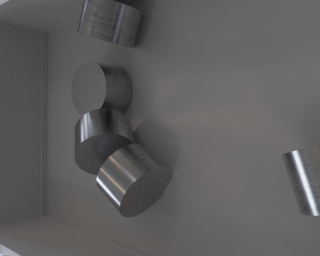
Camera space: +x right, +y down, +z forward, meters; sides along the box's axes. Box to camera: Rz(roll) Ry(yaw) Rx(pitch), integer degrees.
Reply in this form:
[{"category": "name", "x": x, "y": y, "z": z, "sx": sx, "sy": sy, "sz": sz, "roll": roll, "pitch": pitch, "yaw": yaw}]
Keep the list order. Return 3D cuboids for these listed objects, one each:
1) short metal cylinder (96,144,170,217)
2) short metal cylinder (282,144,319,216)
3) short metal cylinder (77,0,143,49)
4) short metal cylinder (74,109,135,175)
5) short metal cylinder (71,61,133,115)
[{"category": "short metal cylinder", "x": -0.033, "y": 0.067, "z": 0.399, "sx": 0.050, "sy": 0.081, "sz": 0.079, "roll": 39, "pitch": 114, "yaw": 33}, {"category": "short metal cylinder", "x": 0.147, "y": 0.035, "z": 0.250, "sx": 0.080, "sy": 0.081, "sz": 0.050, "roll": -23, "pitch": 76, "yaw": 38}, {"category": "short metal cylinder", "x": -0.068, "y": -0.146, "z": 0.428, "sx": 0.080, "sy": 0.081, "sz": 0.050, "roll": 28, "pitch": 107, "yaw": 36}, {"category": "short metal cylinder", "x": -0.075, "y": 0.020, "z": 0.424, "sx": 0.080, "sy": 0.080, "sz": 0.050, "roll": -51, "pitch": 35, "yaw": 28}, {"category": "short metal cylinder", "x": -0.087, "y": -0.055, "z": 0.463, "sx": 0.080, "sy": 0.050, "sz": 0.080, "roll": 0, "pitch": 90, "yaw": 40}]
